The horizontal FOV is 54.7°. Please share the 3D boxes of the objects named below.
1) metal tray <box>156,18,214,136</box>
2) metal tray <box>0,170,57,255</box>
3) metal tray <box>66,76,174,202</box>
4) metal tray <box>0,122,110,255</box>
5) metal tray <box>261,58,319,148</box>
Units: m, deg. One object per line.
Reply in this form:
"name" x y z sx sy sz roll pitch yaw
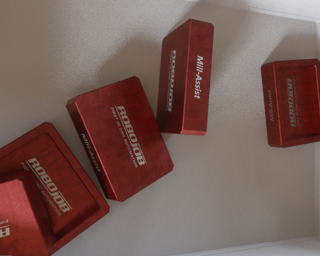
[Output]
"metal tray" 0.028 -0.057 0.385 0.030 0.090 0.129 5 89 -20
"metal tray" -0.186 0.104 0.316 0.131 0.030 0.089 -16 101 -3
"metal tray" -0.045 0.012 0.378 0.091 0.030 0.129 -27 99 -35
"metal tray" -0.131 0.069 0.359 0.090 0.030 0.130 -35 101 -17
"metal tray" 0.210 -0.039 0.484 0.091 0.030 0.129 -7 93 -20
